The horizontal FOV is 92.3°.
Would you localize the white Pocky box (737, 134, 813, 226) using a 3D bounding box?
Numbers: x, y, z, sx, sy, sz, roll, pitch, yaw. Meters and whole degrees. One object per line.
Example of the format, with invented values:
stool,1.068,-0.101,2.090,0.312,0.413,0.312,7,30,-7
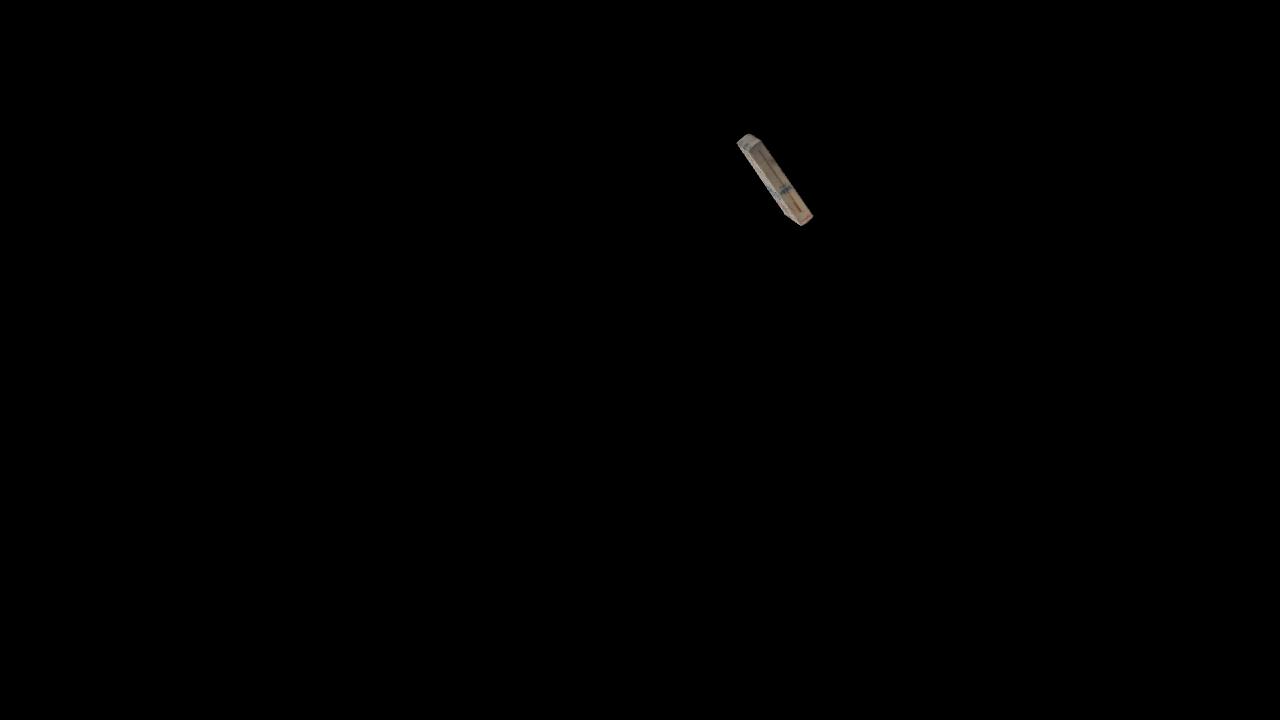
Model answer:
white Pocky box,0.215,-0.288,0.982,0.028,0.154,0.084,-38,24,12
